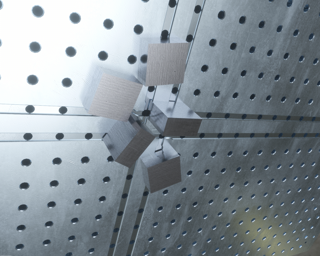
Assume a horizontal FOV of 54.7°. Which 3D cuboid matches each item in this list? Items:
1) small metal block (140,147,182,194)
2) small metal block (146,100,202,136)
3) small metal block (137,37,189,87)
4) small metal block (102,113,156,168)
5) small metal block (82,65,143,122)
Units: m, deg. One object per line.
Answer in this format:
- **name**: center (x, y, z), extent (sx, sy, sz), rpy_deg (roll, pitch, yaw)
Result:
- **small metal block**: center (0.002, 0.061, 0.452), extent (0.050, 0.025, 0.050), rpy_deg (-19, 126, -18)
- **small metal block**: center (0.017, -0.013, 0.398), extent (0.050, 0.050, 0.025), rpy_deg (1, 118, -30)
- **small metal block**: center (0.003, -0.079, 0.365), extent (0.050, 0.025, 0.050), rpy_deg (-9, 122, -24)
- **small metal block**: center (-0.039, 0.013, 0.383), extent (0.025, 0.050, 0.050), rpy_deg (33, 100, -39)
- **small metal block**: center (-0.055, -0.039, 0.359), extent (0.050, 0.025, 0.050), rpy_deg (12, 112, -34)
